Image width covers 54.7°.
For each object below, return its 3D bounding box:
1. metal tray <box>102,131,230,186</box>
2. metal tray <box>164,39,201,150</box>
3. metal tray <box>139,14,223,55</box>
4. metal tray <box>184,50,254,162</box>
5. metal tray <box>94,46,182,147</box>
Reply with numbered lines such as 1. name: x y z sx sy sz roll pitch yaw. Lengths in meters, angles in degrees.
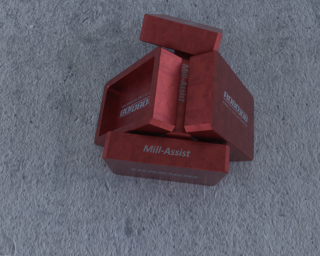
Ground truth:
1. metal tray: 0.007 0.039 0.360 0.131 0.090 0.030 7 70 2
2. metal tray: 0.026 -0.036 0.388 0.030 0.090 0.130 7 70 2
3. metal tray: 0.034 -0.123 0.406 0.090 0.130 0.030 17 112 5
4. metal tray: 0.076 -0.019 0.364 0.030 0.130 0.090 -7 67 33
5. metal tray: -0.030 -0.029 0.368 0.030 0.130 0.090 20 66 -32
